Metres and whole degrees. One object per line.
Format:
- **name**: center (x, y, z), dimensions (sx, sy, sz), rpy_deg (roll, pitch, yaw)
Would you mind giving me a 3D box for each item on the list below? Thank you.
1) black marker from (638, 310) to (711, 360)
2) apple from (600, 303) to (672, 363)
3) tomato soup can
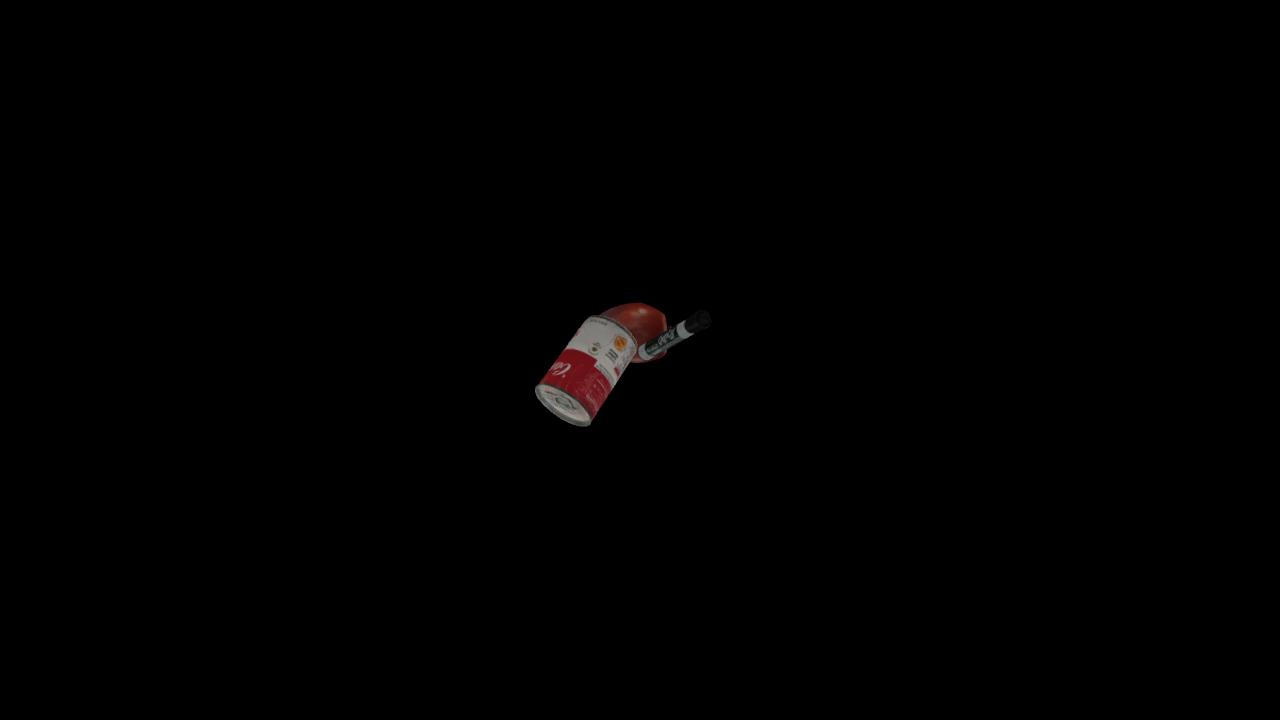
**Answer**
- **black marker**: center (0.035, -0.025, 0.641), dimensions (0.020, 0.020, 0.121), rpy_deg (0, -16, -30)
- **apple**: center (-0.006, -0.034, 0.757), dimensions (0.093, 0.079, 0.079), rpy_deg (-3, 0, -4)
- **tomato soup can**: center (-0.054, 0.010, 0.643), dimensions (0.068, 0.101, 0.068), rpy_deg (25, -29, 15)
